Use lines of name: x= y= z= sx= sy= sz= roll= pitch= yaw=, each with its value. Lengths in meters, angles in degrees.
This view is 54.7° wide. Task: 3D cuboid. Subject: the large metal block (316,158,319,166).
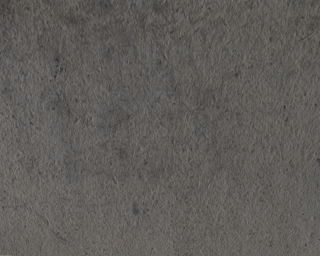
large metal block: x=0.266 y=0.077 z=0.411 sx=0.050 sy=0.080 sz=0.080 roll=-33 pitch=107 yaw=11
